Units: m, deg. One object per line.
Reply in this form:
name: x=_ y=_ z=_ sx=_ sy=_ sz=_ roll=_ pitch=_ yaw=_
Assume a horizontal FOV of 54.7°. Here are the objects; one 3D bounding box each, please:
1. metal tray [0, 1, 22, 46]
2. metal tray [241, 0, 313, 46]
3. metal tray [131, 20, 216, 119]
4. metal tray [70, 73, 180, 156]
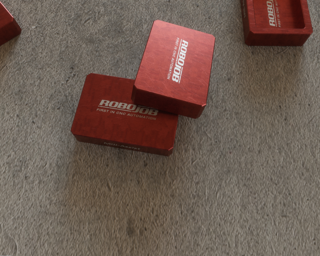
metal tray: x=-0.285 y=-0.171 z=0.466 sx=0.090 sy=0.030 sz=0.130 roll=-38 pitch=75 yaw=-13
metal tray: x=0.174 y=-0.189 z=0.475 sx=0.091 sy=0.030 sz=0.130 roll=0 pitch=70 yaw=0
metal tray: x=0.021 y=-0.082 z=0.414 sx=0.091 sy=0.030 sz=0.130 roll=15 pitch=57 yaw=-3
metal tray: x=-0.041 y=-0.019 z=0.412 sx=0.131 sy=0.030 sz=0.090 roll=9 pitch=70 yaw=3
